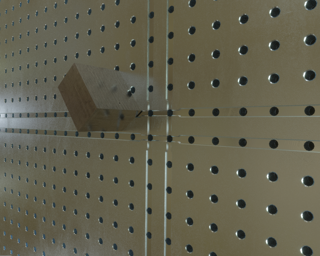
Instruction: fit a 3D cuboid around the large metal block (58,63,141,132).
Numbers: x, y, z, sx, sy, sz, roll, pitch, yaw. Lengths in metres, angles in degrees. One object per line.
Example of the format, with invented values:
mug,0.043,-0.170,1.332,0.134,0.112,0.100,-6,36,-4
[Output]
large metal block,-0.087,-0.042,0.447,0.050,0.081,0.080,-45,63,31
